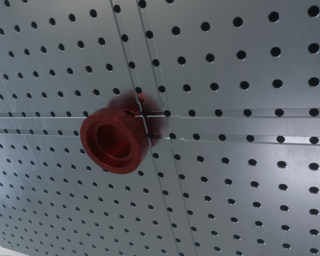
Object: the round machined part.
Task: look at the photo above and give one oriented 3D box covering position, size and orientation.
[{"bbox_3d":[-0.061,0.015,0.442,0.098,0.042,0.097,13,124,21],"label":"round machined part"}]
